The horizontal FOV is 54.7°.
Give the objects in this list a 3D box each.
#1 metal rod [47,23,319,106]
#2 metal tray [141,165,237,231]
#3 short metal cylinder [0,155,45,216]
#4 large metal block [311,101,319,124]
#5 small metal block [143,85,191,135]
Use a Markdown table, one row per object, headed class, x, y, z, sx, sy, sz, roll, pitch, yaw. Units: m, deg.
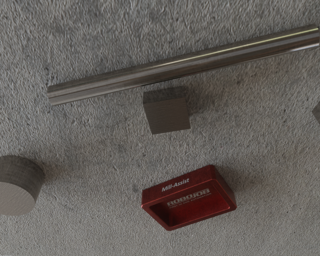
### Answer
| class | x | y | z | sx | sy | sz | roll | pitch | yaw |
| --- | --- | --- | --- | --- | --- | --- | --- | --- | --- |
| metal rod | 0.017 | -0.068 | 0.349 | 0.301 | 0.025 | 0.025 | -11 | 129 | 9 |
| metal tray | 0.047 | 0.117 | 0.504 | 0.130 | 0.030 | 0.090 | -25 | 126 | 19 |
| short metal cylinder | -0.221 | 0.086 | 0.461 | 0.081 | 0.050 | 0.079 | 0 | 130 | 0 |
| large metal block | 0.246 | -0.006 | 0.370 | 0.081 | 0.080 | 0.050 | 13 | 129 | -11 |
| small metal block | 0.009 | -0.022 | 0.389 | 0.050 | 0.025 | 0.050 | -9 | 130 | 7 |
